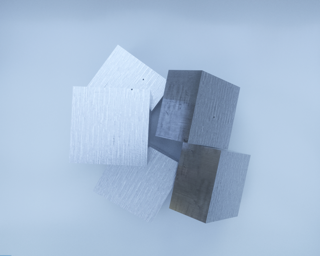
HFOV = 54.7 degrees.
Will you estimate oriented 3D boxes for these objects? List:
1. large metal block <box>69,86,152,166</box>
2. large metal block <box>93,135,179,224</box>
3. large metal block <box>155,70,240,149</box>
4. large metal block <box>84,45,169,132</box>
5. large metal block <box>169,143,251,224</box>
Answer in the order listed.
[{"bbox_3d":[-0.052,-0.002,0.345,0.081,0.050,0.079,3,89,1],"label":"large metal block"},{"bbox_3d":[-0.026,0.060,0.394,0.080,0.050,0.080,30,90,-1],"label":"large metal block"},{"bbox_3d":[0.048,-0.021,0.377,0.081,0.050,0.080,11,90,-45],"label":"large metal block"},{"bbox_3d":[-0.042,-0.045,0.397,0.080,0.050,0.080,36,90,-1],"label":"large metal block"},{"bbox_3d":[0.063,0.064,0.376,0.050,0.080,0.080,12,90,39],"label":"large metal block"}]
